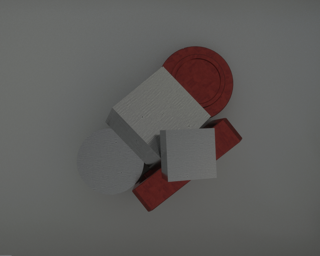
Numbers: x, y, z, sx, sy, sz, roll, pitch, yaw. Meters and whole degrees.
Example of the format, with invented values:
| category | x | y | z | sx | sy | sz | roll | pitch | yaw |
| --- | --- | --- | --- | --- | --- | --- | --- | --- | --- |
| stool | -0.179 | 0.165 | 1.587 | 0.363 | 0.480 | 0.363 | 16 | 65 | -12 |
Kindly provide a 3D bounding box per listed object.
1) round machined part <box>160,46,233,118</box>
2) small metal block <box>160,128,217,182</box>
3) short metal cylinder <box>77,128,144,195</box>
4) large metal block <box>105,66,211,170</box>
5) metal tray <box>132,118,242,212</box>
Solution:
| category | x | y | z | sx | sy | sz | roll | pitch | yaw |
| --- | --- | --- | --- | --- | --- | --- | --- | --- | --- |
| round machined part | 0.046 | -0.058 | 0.402 | 0.099 | 0.042 | 0.097 | 0 | 90 | -1 |
| small metal block | 0.028 | 0.026 | 0.315 | 0.050 | 0.025 | 0.050 | -2 | 89 | -14 |
| short metal cylinder | -0.060 | 0.040 | 0.396 | 0.081 | 0.050 | 0.079 | 0 | 90 | -1 |
| large metal block | -0.003 | -0.010 | 0.362 | 0.080 | 0.050 | 0.080 | 46 | 65 | 0 |
| metal tray | 0.030 | 0.040 | 0.377 | 0.130 | 0.090 | 0.030 | -38 | 90 | -1 |
